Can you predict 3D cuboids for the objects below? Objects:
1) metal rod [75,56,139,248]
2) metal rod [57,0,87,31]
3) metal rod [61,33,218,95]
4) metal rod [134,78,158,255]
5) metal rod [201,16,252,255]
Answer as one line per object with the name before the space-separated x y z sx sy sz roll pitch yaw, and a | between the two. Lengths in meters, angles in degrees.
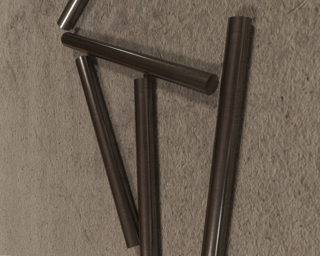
metal rod | -0.080 0.026 0.467 0.025 0.025 0.299 -29 72 36
metal rod | -0.078 -0.273 0.466 0.299 0.025 0.025 -47 62 29
metal rod | -0.050 -0.101 0.443 0.300 0.025 0.025 25 106 36
metal rod | -0.018 0.083 0.417 0.025 0.025 0.298 -3 88 39
metal rod | 0.071 0.031 0.344 0.025 0.025 0.298 10 96 39
